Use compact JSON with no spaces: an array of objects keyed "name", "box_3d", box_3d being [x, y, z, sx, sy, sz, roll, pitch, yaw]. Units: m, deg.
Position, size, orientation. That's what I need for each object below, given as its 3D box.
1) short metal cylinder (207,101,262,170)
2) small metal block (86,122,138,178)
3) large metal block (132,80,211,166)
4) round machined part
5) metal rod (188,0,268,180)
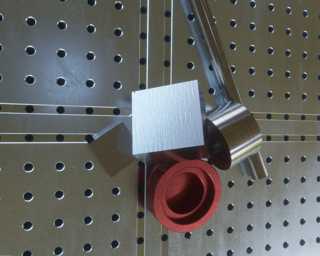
[{"name":"short metal cylinder","box_3d":[0.089,0.010,0.418,0.050,0.080,0.080,-26,99,-18]},{"name":"small metal block","box_3d":[-0.057,0.026,0.392,0.050,0.025,0.050,-35,102,-17]},{"name":"large metal block","box_3d":[0.014,-0.004,0.372,0.080,0.050,0.080,-9,66,14]},{"name":"round machined part","box_3d":[0.029,0.083,0.411,0.099,0.042,0.097,-4,99,-23]},{"name":"metal rod","box_3d":[0.097,-0.064,0.449,0.025,0.025,0.299,-24,98,-19]}]
